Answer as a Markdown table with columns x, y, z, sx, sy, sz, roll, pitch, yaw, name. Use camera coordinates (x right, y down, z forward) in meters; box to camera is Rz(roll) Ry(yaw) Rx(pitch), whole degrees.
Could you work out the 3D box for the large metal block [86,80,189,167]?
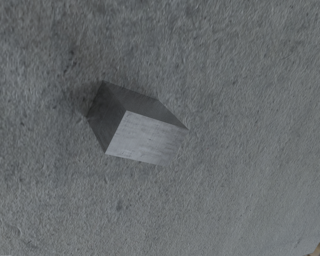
| x | y | z | sx | sy | sz | roll | pitch | yaw | name |
| --- | --- | --- | --- | --- | --- | --- | --- | --- | --- |
| -0.028 | -0.005 | 0.352 | 0.080 | 0.080 | 0.050 | 17 | 110 | -35 | large metal block |
